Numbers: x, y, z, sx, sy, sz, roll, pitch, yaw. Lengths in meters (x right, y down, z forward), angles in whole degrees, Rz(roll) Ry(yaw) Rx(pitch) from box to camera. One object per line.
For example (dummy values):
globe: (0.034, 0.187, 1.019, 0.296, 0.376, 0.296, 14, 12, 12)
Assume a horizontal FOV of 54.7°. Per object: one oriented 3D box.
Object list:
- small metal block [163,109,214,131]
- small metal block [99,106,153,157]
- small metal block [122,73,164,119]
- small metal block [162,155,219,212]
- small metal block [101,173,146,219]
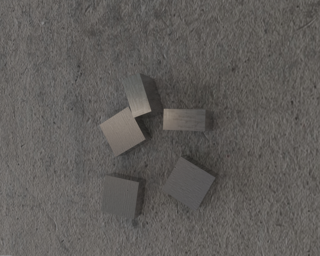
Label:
small metal block: (0.036, -0.010, 0.383, 0.050, 0.050, 0.025, 2, 91, 20)
small metal block: (-0.047, 0.005, 0.425, 0.050, 0.025, 0.050, -31, 80, 17)
small metal block: (-0.020, -0.040, 0.403, 0.025, 0.050, 0.050, -19, 84, 19)
small metal block: (0.039, 0.069, 0.395, 0.050, 0.025, 0.050, 31, 100, 17)
small metal block: (-0.050, 0.092, 0.427, 0.050, 0.025, 0.050, 9, 93, 19)
